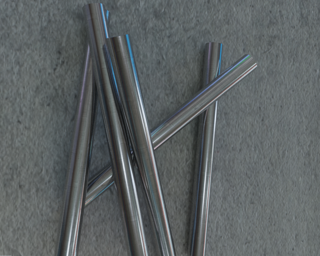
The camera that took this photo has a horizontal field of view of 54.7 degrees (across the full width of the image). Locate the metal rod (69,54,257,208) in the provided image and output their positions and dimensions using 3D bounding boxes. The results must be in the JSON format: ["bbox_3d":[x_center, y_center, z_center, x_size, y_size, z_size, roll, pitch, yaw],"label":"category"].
[{"bbox_3d":[0.007,0.003,0.395,0.301,0.025,0.025,-39,103,-10],"label":"metal rod"}]

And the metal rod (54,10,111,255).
[{"bbox_3d":[-0.088,0.004,0.359,0.025,0.025,0.298,9,80,-20],"label":"metal rod"}]

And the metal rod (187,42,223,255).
[{"bbox_3d":[0.063,0.031,0.433,0.025,0.025,0.298,6,88,-20],"label":"metal rod"}]

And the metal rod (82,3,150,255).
[{"bbox_3d":[-0.049,0.011,0.356,0.025,0.025,0.298,-11,93,-20],"label":"metal rod"}]

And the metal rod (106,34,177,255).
[{"bbox_3d":[-0.016,0.043,0.367,0.025,0.025,0.298,-18,110,-19],"label":"metal rod"}]
